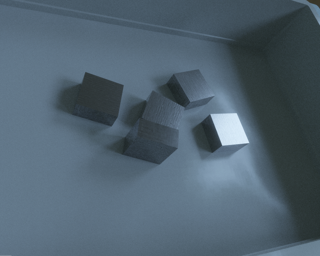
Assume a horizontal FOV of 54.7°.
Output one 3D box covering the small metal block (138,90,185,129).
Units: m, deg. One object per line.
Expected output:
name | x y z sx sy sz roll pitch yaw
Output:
small metal block | 0.000 -0.015 0.414 0.050 0.025 0.050 28 52 -11

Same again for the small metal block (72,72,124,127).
small metal block | -0.076 -0.036 0.386 0.050 0.025 0.050 18 55 -18

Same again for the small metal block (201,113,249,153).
small metal block | 0.095 0.007 0.452 0.050 0.025 0.050 -3 63 -30

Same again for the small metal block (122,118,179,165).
small metal block | -0.012 0.017 0.372 0.050 0.050 0.025 17 55 -19

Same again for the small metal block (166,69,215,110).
small metal block | 0.046 -0.058 0.465 0.050 0.025 0.050 -17 71 -35
